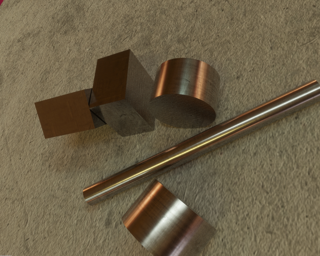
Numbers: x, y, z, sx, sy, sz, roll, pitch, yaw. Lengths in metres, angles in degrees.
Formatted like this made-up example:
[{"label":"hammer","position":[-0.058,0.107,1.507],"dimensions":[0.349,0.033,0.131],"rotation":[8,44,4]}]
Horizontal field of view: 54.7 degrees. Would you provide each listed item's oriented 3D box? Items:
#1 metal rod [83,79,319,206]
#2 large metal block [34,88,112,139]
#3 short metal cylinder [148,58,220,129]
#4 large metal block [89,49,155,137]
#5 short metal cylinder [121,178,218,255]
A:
[{"label":"metal rod","position":[0.041,0.023,0.368],"dimensions":[0.300,0.025,0.025],"rotation":[-26,53,11]},{"label":"large metal block","position":[-0.109,-0.025,0.432],"dimensions":[0.080,0.080,0.050],"rotation":[-11,98,22]},{"label":"short metal cylinder","position":[0.030,-0.040,0.377],"dimensions":[0.080,0.080,0.050],"rotation":[-2,61,27]},{"label":"large metal block","position":[-0.046,-0.045,0.420],"dimensions":[0.050,0.080,0.080],"rotation":[-12,57,22]},{"label":"short metal cylinder","position":[0.009,0.094,0.306],"dimensions":[0.080,0.080,0.050],"rotation":[34,81,38]}]
